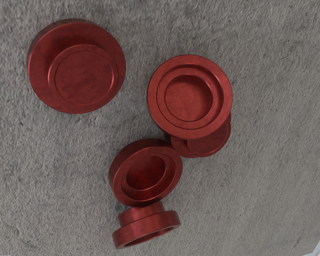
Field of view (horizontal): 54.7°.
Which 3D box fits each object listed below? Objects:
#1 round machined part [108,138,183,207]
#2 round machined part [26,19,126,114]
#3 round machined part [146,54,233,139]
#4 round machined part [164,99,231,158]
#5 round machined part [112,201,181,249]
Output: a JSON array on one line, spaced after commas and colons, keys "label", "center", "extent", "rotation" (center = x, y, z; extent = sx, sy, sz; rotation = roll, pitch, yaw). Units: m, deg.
[{"label": "round machined part", "center": [-0.022, 0.055, 0.418], "extent": [0.099, 0.042, 0.097], "rotation": [-14, 124, -21]}, {"label": "round machined part", "center": [-0.081, -0.057, 0.316], "extent": [0.099, 0.042, 0.097], "rotation": [-14, 124, -21]}, {"label": "round machined part", "center": [0.033, -0.034, 0.371], "extent": [0.099, 0.042, 0.097], "rotation": [0, 85, -4]}, {"label": "round machined part", "center": [0.058, 0.002, 0.429], "extent": [0.099, 0.042, 0.097], "rotation": [-14, 124, -21]}, {"label": "round machined part", "center": [-0.023, 0.138, 0.450], "extent": [0.099, 0.042, 0.098], "rotation": [-18, 157, -8]}]
